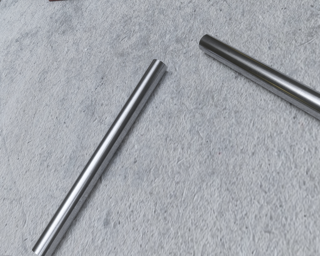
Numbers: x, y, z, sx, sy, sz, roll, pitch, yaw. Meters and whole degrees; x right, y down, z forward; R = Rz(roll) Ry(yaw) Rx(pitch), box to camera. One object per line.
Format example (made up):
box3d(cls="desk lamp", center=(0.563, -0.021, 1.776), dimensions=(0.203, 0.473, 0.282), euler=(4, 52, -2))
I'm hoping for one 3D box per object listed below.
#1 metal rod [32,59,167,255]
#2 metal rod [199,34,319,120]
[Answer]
box3d(cls="metal rod", center=(-0.074, 0.031, 0.422), dimensions=(0.025, 0.025, 0.300), euler=(20, 72, 35))
box3d(cls="metal rod", center=(0.150, -0.042, 0.350), dimensions=(0.025, 0.025, 0.300), euler=(-44, 51, -3))
